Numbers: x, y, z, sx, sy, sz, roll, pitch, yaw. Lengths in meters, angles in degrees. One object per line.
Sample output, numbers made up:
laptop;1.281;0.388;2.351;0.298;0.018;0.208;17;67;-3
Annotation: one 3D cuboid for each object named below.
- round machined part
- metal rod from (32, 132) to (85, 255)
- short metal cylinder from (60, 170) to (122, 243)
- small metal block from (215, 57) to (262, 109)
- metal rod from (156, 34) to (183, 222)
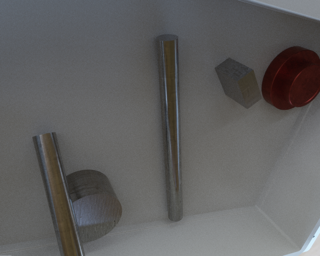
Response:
round machined part;0.208;-0.071;0.471;0.099;0.042;0.097;-14;125;-21
metal rod;-0.095;0.152;0.346;0.025;0.025;0.298;-13;90;-22
short metal cylinder;-0.096;0.102;0.404;0.081;0.050;0.079;-14;125;-21
small metal block;0.105;-0.060;0.415;0.025;0.050;0.050;-37;130;-4
metal rod;0.017;0.022;0.432;0.025;0.025;0.298;-17;126;-19
